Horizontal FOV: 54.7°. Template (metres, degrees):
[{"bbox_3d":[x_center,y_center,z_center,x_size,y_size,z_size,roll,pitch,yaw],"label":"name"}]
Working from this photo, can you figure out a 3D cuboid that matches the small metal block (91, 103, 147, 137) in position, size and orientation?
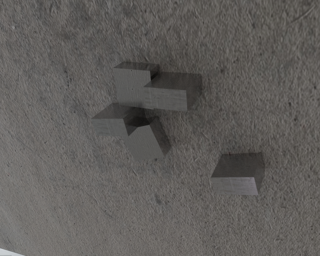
[{"bbox_3d":[-0.054,-0.012,0.411,0.050,0.050,0.025,1,118,28],"label":"small metal block"}]

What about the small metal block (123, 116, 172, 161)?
[{"bbox_3d":[-0.019,0.015,0.426,0.050,0.025,0.050,-11,114,33],"label":"small metal block"}]

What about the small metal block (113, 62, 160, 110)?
[{"bbox_3d":[-0.027,-0.054,0.388,0.050,0.025,0.050,9,123,23],"label":"small metal block"}]

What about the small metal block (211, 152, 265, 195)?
[{"bbox_3d":[0.095,0.055,0.374,0.050,0.050,0.025,-6,116,31],"label":"small metal block"}]

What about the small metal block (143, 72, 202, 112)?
[{"bbox_3d":[0.016,-0.043,0.356,0.050,0.050,0.025,8,122,24],"label":"small metal block"}]
